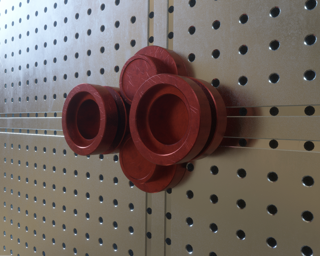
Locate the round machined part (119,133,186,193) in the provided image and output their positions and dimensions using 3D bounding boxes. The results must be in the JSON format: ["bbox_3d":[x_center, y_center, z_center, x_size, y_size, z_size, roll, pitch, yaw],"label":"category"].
[{"bbox_3d":[-0.016,0.038,0.412,0.098,0.042,0.097,0,90,40],"label":"round machined part"}]

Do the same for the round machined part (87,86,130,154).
[{"bbox_3d":[-0.068,-0.011,0.455,0.098,0.042,0.097,0,90,40],"label":"round machined part"}]

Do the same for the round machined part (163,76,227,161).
[{"bbox_3d":[0.036,-0.010,0.369,0.098,0.042,0.097,0,90,40],"label":"round machined part"}]

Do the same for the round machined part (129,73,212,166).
[{"bbox_3d":[0.015,-0.009,0.344,0.098,0.042,0.097,0,90,40],"label":"round machined part"}]

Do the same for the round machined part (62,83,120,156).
[{"bbox_3d":[-0.091,-0.012,0.432,0.098,0.042,0.097,0,90,40],"label":"round machined part"}]

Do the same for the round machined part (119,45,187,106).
[{"bbox_3d":[-0.016,-0.061,0.412,0.098,0.042,0.097,0,90,40],"label":"round machined part"}]
